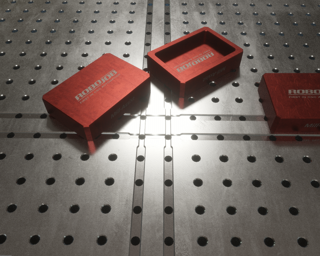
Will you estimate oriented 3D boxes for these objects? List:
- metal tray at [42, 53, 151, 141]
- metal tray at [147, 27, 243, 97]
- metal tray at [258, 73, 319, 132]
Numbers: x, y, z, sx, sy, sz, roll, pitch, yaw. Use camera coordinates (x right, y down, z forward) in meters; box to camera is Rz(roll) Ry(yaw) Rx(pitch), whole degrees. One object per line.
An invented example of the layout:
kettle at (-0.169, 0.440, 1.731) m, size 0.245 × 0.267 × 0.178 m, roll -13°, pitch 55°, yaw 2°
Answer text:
metal tray at (-0.087, -0.050, 0.445) m, size 0.090 × 0.030 × 0.131 m, roll 31°, pitch 56°, yaw 23°
metal tray at (0.056, -0.110, 0.497) m, size 0.131 × 0.030 × 0.090 m, roll -31°, pitch 57°, yaw -24°
metal tray at (0.216, -0.038, 0.439) m, size 0.131 × 0.030 × 0.090 m, roll 0°, pitch 50°, yaw -1°
